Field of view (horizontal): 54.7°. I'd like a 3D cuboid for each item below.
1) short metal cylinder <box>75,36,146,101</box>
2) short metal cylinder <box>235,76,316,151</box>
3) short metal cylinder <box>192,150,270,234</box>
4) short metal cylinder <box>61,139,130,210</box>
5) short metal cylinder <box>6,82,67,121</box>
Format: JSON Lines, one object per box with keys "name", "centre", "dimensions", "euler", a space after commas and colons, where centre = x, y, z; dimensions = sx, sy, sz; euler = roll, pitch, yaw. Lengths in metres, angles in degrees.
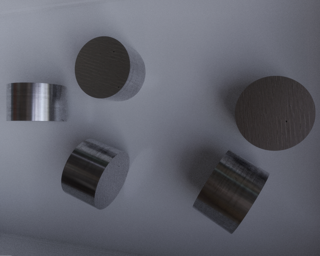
{"name": "short metal cylinder", "centre": [-0.066, -0.078, 0.419], "dimensions": [0.080, 0.050, 0.079], "euler": [0, 90, 19]}
{"name": "short metal cylinder", "centre": [0.129, -0.016, 0.352], "dimensions": [0.080, 0.050, 0.079], "euler": [0, 90, 19]}
{"name": "short metal cylinder", "centre": [0.080, 0.071, 0.353], "dimensions": [0.050, 0.080, 0.080], "euler": [32, 100, 17]}
{"name": "short metal cylinder", "centre": [-0.083, 0.060, 0.409], "dimensions": [0.050, 0.080, 0.080], "euler": [21, 97, 18]}
{"name": "short metal cylinder", "centre": [-0.174, -0.034, 0.441], "dimensions": [0.080, 0.080, 0.050], "euler": [0, 90, 19]}
